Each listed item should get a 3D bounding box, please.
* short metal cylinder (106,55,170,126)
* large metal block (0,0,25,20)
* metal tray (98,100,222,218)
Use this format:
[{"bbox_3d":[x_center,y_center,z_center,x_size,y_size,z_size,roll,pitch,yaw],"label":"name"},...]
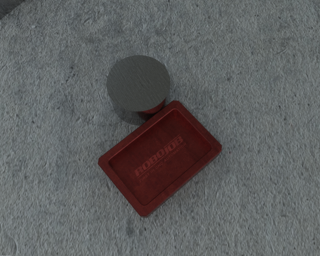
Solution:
[{"bbox_3d":[-0.027,-0.049,0.413,0.081,0.050,0.080,0,70,0],"label":"short metal cylinder"},{"bbox_3d":[-0.247,-0.219,0.457,0.050,0.080,0.080,39,75,13],"label":"large metal block"},{"bbox_3d":[0.001,0.037,0.391,0.130,0.030,0.090,-39,75,-13],"label":"metal tray"}]
